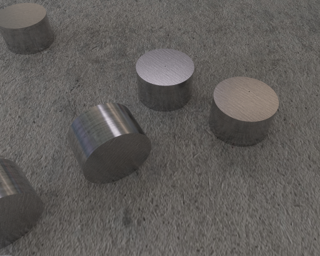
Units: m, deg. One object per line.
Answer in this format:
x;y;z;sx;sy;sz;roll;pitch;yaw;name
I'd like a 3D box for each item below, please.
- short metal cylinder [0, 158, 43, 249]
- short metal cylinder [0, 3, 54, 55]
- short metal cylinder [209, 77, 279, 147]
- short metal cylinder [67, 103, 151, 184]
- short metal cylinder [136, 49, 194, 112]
-0.164;0.076;0.302;0.080;0.080;0.050;-33;57;-24;short metal cylinder
-0.228;-0.170;0.528;0.080;0.050;0.080;0;50;0;short metal cylinder
0.107;-0.022;0.406;0.080;0.050;0.080;0;50;0;short metal cylinder
-0.057;0.018;0.352;0.081;0.080;0.050;-23;54;-18;short metal cylinder
0.007;-0.069;0.445;0.080;0.050;0.080;0;50;0;short metal cylinder
